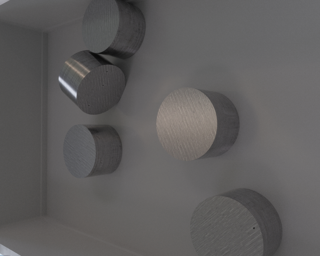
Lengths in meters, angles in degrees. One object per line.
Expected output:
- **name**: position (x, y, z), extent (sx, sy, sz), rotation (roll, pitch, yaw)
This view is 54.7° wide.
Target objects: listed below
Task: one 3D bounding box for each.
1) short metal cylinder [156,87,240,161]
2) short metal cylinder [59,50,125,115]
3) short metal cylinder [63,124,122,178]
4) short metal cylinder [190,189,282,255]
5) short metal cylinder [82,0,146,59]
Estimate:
- **short metal cylinder**: position (0.043, -0.004, 0.355), extent (0.080, 0.050, 0.080), rotation (0, 90, 40)
- **short metal cylinder**: position (-0.098, -0.066, 0.452), extent (0.050, 0.081, 0.079), rotation (39, 114, 33)
- **short metal cylinder**: position (-0.104, 0.034, 0.477), extent (0.080, 0.050, 0.080), rotation (0, 90, 40)
- **short metal cylinder**: position (0.079, 0.107, 0.325), extent (0.080, 0.050, 0.080), rotation (0, 90, 40)
- **short metal cylinder**: position (-0.067, -0.144, 0.446), extent (0.080, 0.050, 0.080), rotation (0, 90, 40)
